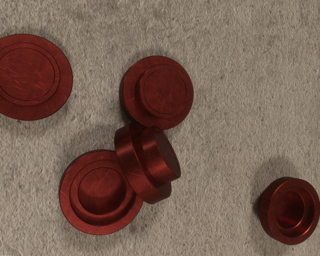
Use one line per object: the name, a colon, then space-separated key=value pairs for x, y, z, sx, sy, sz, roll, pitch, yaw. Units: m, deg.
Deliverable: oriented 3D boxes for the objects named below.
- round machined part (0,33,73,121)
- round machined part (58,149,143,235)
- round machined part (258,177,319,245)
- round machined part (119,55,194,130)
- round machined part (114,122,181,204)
round machined part: x=-0.148 y=-0.057 z=0.345 sx=0.099 sy=0.042 sz=0.097 roll=0 pitch=90 yaw=-21
round machined part: x=-0.071 y=0.074 z=0.374 sx=0.099 sy=0.042 sz=0.097 roll=0 pitch=90 yaw=-20
round machined part: x=0.191 y=0.123 z=0.473 sx=0.099 sy=0.042 sz=0.097 roll=0 pitch=90 yaw=-21
round machined part: x=0.000 y=-0.045 z=0.401 sx=0.099 sy=0.042 sz=0.097 roll=0 pitch=90 yaw=-21
round machined part: x=-0.009 y=0.036 z=0.364 sx=0.042 sy=0.098 sz=0.098 roll=-27 pitch=101 yaw=12
